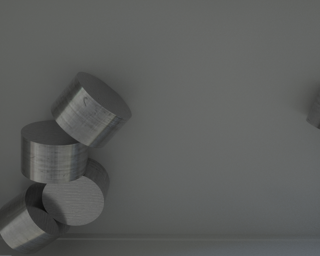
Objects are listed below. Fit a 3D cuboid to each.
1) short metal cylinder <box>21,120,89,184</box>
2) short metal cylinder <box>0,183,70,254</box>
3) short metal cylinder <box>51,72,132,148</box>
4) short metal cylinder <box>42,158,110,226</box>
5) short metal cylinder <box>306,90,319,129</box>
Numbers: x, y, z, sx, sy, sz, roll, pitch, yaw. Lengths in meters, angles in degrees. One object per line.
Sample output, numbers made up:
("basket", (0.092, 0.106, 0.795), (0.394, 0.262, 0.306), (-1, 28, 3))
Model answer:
("short metal cylinder", (-0.131, 0.028, 0.390), (0.081, 0.080, 0.050), (8, 110, -4))
("short metal cylinder", (-0.170, 0.123, 0.425), (0.050, 0.080, 0.080), (-35, 107, 12))
("short metal cylinder", (-0.081, -0.022, 0.373), (0.080, 0.080, 0.050), (40, 105, -14))
("short metal cylinder", (-0.114, 0.086, 0.428), (0.081, 0.050, 0.079), (0, 110, -1))
("short metal cylinder", (0.230, -0.018, 0.379), (0.081, 0.080, 0.050), (15, 110, -6))
